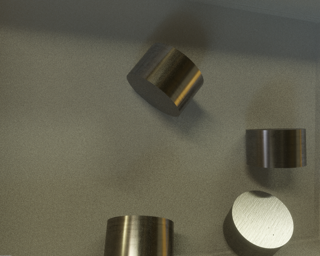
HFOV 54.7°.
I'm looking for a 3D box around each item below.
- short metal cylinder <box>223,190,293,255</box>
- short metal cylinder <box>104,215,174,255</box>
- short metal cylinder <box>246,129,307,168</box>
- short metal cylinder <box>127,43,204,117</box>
[{"bbox_3d":[0.132,0.133,0.424,0.081,0.050,0.080,4,49,-4],"label":"short metal cylinder"},{"bbox_3d":[-0.024,0.137,0.365,0.081,0.080,0.050,12,60,-20],"label":"short metal cylinder"},{"bbox_3d":[0.164,0.027,0.442,0.081,0.080,0.050,-2,91,-20],"label":"short metal cylinder"},{"bbox_3d":[0.006,-0.058,0.383,0.080,0.080,0.050,40,77,-16],"label":"short metal cylinder"}]
